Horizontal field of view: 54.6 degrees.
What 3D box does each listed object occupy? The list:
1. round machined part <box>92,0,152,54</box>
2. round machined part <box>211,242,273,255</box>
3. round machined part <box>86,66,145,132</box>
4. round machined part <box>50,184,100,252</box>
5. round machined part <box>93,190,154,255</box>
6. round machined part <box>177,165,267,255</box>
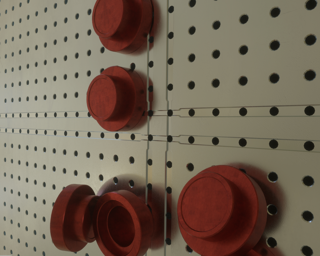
[{"bbox_3d":[-0.061,-0.160,0.450,0.098,0.042,0.097,0,90,40],"label":"round machined part"},{"bbox_3d":[0.081,0.170,0.332,0.098,0.042,0.097,0,90,40],"label":"round machined part"},{"bbox_3d":[-0.071,-0.043,0.459,0.098,0.042,0.097,0,90,40],"label":"round machined part"},{"bbox_3d":[-0.117,0.135,0.466,0.042,0.098,0.097,1,91,17],"label":"round machined part"},{"bbox_3d":[-0.048,0.137,0.439,0.098,0.042,0.097,0,90,39],"label":"round machined part"},{"bbox_3d":[0.057,0.085,0.328,0.098,0.042,0.098,-24,50,33],"label":"round machined part"}]
